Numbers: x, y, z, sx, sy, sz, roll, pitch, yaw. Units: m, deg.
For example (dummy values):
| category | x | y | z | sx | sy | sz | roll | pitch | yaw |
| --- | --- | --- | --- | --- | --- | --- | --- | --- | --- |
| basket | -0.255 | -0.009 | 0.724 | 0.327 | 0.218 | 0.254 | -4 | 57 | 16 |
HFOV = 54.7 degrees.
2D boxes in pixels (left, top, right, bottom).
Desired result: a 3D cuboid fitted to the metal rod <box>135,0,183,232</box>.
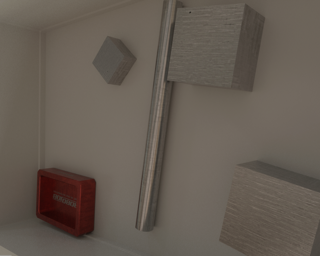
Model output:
| category | x | y | z | sx | sy | sz | roll | pitch | yaw |
| --- | --- | --- | --- | --- | --- | --- | --- | --- | --- |
| metal rod | -0.002 | -0.011 | 0.406 | 0.025 | 0.025 | 0.298 | 12 | 98 | 39 |

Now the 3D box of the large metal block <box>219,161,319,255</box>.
| category | x | y | z | sx | sy | sz | roll | pitch | yaw |
| --- | --- | --- | --- | --- | --- | --- | --- | --- | --- |
| large metal block | 0.112 | 0.083 | 0.297 | 0.080 | 0.050 | 0.079 | 17 | 101 | 38 |

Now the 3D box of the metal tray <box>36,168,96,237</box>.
| category | x | y | z | sx | sy | sz | roll | pitch | yaw |
| --- | --- | --- | --- | --- | --- | --- | --- | --- | --- |
| metal tray | -0.166 | 0.124 | 0.537 | 0.130 | 0.030 | 0.089 | 5 | 93 | 39 |

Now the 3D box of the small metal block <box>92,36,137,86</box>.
| category | x | y | z | sx | sy | sz | roll | pitch | yaw |
| --- | --- | --- | --- | --- | --- | --- | --- | --- | --- |
| small metal block | -0.069 | -0.100 | 0.461 | 0.050 | 0.025 | 0.050 | 52 | 120 | 27 |

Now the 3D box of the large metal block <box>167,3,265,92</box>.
| category | x | y | z | sx | sy | sz | roll | pitch | yaw |
| --- | --- | --- | --- | --- | --- | --- | --- | --- | --- |
| large metal block | 0.060 | -0.086 | 0.340 | 0.080 | 0.050 | 0.079 | 13 | 99 | 39 |
